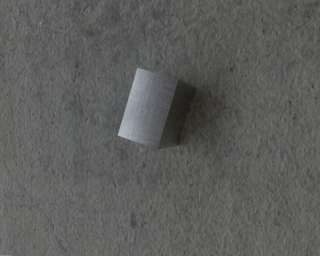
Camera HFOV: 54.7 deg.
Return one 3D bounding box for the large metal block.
[{"bbox_3d":[-0.001,-0.022,0.379,0.050,0.080,0.080,19,96,19],"label":"large metal block"}]
